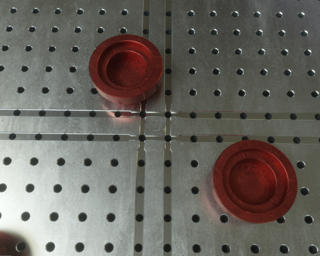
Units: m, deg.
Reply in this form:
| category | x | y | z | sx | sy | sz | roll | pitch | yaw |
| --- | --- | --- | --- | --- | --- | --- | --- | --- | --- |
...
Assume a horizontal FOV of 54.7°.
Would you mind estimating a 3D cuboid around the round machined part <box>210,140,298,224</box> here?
| category | x | y | z | sx | sy | sz | roll | pitch | yaw |
| --- | --- | --- | --- | --- | --- | --- | --- | --- | --- |
| round machined part | 0.111 | 0.067 | 0.380 | 0.099 | 0.042 | 0.098 | 0 | 70 | -1 |

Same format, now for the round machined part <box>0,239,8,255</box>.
| category | x | y | z | sx | sy | sz | roll | pitch | yaw |
| --- | --- | --- | --- | --- | --- | --- | --- | --- | --- |
| round machined part | -0.216 | 0.161 | 0.341 | 0.099 | 0.042 | 0.098 | 0 | 70 | -1 |

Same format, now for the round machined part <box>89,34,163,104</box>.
| category | x | y | z | sx | sy | sz | roll | pitch | yaw |
| --- | --- | --- | --- | --- | --- | --- | --- | --- | --- |
| round machined part | -0.045 | -0.077 | 0.430 | 0.099 | 0.042 | 0.098 | 0 | 70 | -1 |
